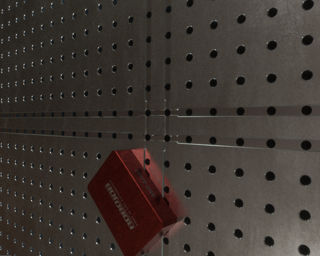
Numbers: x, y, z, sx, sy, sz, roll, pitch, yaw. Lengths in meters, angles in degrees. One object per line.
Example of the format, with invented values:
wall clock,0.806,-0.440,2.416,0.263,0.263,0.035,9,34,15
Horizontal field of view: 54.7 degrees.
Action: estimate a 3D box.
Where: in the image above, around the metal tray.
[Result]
metal tray,-0.045,0.106,0.441,0.090,0.030,0.130,-52,60,27
